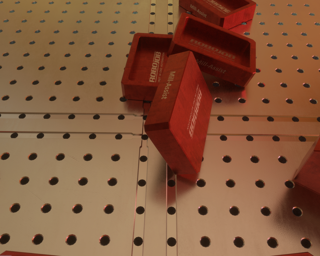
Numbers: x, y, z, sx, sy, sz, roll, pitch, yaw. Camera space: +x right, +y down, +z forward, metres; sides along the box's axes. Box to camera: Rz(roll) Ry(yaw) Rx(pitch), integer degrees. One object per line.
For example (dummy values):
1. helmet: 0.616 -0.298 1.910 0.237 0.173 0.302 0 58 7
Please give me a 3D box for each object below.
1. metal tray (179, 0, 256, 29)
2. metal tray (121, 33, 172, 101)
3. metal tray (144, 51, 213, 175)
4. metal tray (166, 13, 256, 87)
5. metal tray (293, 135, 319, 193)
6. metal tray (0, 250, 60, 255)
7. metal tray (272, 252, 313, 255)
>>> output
1. metal tray: 0.110 -0.244 0.610 0.091 0.030 0.130 -28 56 -22
2. metal tray: -0.004 -0.098 0.486 0.090 0.030 0.130 5 50 4
3. metal tray: 0.029 -0.020 0.379 0.030 0.090 0.130 -7 45 28
4. metal tray: 0.083 -0.123 0.483 0.131 0.030 0.090 20 49 -6
5. metal tray: 0.215 0.058 0.315 0.130 0.090 0.030 27 69 21
6. metal tray: -0.110 0.176 0.256 0.090 0.030 0.130 4 50 3
7. metal tray: 0.105 0.177 0.256 0.091 0.030 0.130 -4 50 -4
